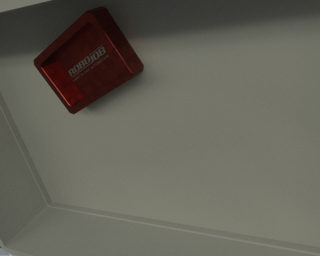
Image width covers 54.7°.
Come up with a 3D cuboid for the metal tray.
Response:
[{"bbox_3d":[-0.096,-0.082,0.403,0.130,0.030,0.090,-24,106,36],"label":"metal tray"}]
